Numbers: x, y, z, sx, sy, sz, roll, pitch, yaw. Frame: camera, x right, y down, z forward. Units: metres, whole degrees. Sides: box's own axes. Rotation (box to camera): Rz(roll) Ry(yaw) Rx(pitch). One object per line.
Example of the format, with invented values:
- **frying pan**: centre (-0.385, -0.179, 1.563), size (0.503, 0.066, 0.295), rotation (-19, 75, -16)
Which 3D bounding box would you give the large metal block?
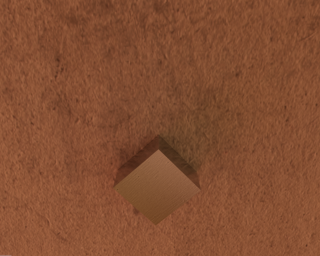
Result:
- **large metal block**: centre (-0.004, 0.070, 0.422), size (0.080, 0.050, 0.080), rotation (-41, 105, 13)
